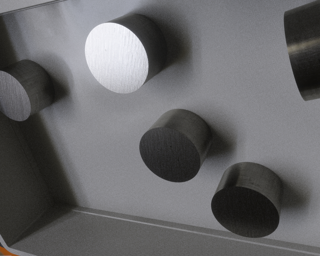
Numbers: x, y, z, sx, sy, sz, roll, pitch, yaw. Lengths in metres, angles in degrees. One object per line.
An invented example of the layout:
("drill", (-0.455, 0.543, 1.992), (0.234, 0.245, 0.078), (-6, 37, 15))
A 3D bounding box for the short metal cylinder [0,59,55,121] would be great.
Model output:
("short metal cylinder", (-0.208, -0.057, 0.467), (0.080, 0.050, 0.079), (13, 124, 21))

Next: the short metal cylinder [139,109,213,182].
("short metal cylinder", (0.021, 0.022, 0.395), (0.080, 0.050, 0.079), (13, 124, 21))

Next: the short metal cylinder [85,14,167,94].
("short metal cylinder", (-0.038, -0.087, 0.359), (0.080, 0.050, 0.079), (13, 124, 21))

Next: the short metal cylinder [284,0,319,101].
("short metal cylinder", (0.140, -0.067, 0.258), (0.050, 0.080, 0.080), (-12, 113, 33))

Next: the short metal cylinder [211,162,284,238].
("short metal cylinder", (0.111, 0.090, 0.390), (0.080, 0.050, 0.079), (13, 124, 21))
